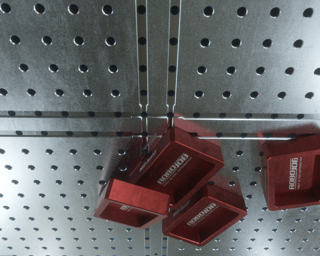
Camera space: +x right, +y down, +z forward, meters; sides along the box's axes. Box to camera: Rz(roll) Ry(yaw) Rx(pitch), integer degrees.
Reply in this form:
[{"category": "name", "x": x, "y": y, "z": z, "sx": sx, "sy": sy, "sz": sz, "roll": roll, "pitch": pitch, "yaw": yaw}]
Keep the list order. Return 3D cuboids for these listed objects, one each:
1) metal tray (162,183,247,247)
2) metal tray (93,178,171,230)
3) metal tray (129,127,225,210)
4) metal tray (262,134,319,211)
[{"category": "metal tray", "x": 0.074, "y": 0.154, "z": 0.539, "sx": 0.090, "sy": 0.030, "sz": 0.129, "roll": 26, "pitch": 126, "yaw": -20}, {"category": "metal tray", "x": -0.047, "y": 0.121, "z": 0.476, "sx": 0.090, "sy": 0.030, "sz": 0.129, "roll": 19, "pitch": 150, "yaw": -11}, {"category": "metal tray", "x": 0.021, "y": 0.065, "z": 0.463, "sx": 0.090, "sy": 0.030, "sz": 0.129, "roll": 24, "pitch": 126, "yaw": -20}, {"category": "metal tray", "x": 0.206, "y": 0.071, "z": 0.470, "sx": 0.090, "sy": 0.030, "sz": 0.129, "roll": -10, "pitch": 130, "yaw": 8}]
